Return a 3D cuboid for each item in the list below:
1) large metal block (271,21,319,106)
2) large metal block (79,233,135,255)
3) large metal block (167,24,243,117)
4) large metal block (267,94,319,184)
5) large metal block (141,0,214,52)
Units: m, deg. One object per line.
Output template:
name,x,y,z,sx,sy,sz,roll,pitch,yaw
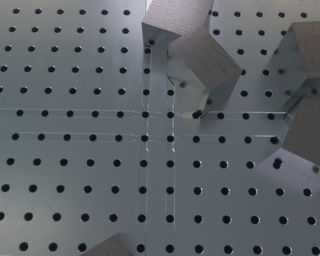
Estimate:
large metal block,0.194,-0.084,0.414,0.050,0.080,0.080,-4,70,-1
large metal block,-0.059,0.171,0.336,0.080,0.050,0.080,-29,73,-10
large metal block,0.054,-0.072,0.409,0.050,0.080,0.080,-34,74,-11
large metal block,0.197,0.016,0.394,0.080,0.050,0.080,27,72,9
large metal block,0.027,-0.158,0.456,0.080,0.050,0.080,20,71,7
